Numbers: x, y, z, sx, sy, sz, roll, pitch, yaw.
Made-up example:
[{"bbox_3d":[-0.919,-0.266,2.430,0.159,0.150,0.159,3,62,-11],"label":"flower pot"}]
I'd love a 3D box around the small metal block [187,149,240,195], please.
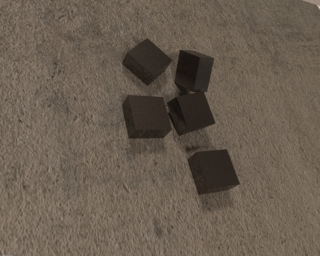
[{"bbox_3d":[0.070,0.057,0.409,0.050,0.025,0.050,-2,63,-30],"label":"small metal block"}]

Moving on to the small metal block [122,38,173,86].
[{"bbox_3d":[-0.018,-0.097,0.455,0.050,0.025,0.050,42,51,0],"label":"small metal block"}]

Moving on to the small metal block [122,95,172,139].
[{"bbox_3d":[-0.018,-0.014,0.404,0.050,0.025,0.050,0,62,-29],"label":"small metal block"}]

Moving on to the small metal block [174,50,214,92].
[{"bbox_3d":[0.049,-0.084,0.454,0.025,0.050,0.050,-5,26,-31],"label":"small metal block"}]

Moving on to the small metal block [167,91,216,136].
[{"bbox_3d":[0.044,-0.021,0.435,0.050,0.025,0.050,-16,84,-35],"label":"small metal block"}]
